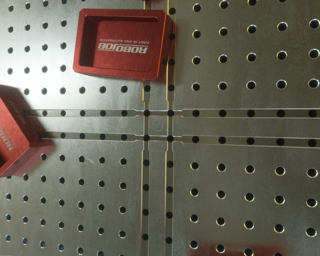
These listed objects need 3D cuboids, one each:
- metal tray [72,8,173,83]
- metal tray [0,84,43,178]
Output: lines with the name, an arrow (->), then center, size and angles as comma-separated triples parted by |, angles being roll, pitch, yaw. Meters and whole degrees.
metal tray -> -0.053, -0.114, 0.429 | 0.130, 0.030, 0.090 | 9, 93, 19
metal tray -> -0.258, 0.003, 0.502 | 0.090, 0.030, 0.130 | -40, 77, 15
